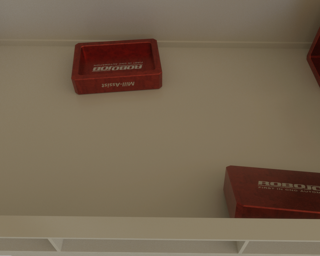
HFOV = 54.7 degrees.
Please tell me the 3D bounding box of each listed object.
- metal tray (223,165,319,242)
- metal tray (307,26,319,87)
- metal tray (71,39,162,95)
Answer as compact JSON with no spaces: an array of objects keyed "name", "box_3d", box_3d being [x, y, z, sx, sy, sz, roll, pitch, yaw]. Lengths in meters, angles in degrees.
[{"name":"metal tray","box_3d":[0.135,0.074,0.311,0.131,0.030,0.090,4,16,4]},{"name":"metal tray","box_3d":[0.260,-0.125,0.443,0.030,0.129,0.090,0,50,0]},{"name":"metal tray","box_3d":[-0.066,-0.098,0.483,0.131,0.030,0.090,-5,50,-4]}]
